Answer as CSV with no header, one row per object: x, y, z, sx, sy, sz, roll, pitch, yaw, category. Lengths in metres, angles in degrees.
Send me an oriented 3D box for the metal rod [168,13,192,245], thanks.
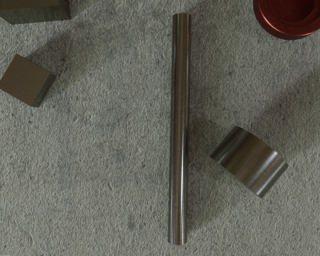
0.026,0.001,0.410,0.025,0.025,0.298,1,90,-1,metal rod

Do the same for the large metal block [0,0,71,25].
-0.165,-0.183,0.395,0.081,0.050,0.079,-5,90,-1,large metal block

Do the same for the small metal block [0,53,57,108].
-0.174,-0.062,0.408,0.050,0.025,0.050,30,90,-1,small metal block

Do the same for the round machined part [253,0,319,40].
0.170,-0.163,0.404,0.099,0.042,0.097,0,90,-1,round machined part

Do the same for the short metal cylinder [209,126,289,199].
0.109,0.042,0.384,0.080,0.080,0.050,39,90,-1,short metal cylinder
